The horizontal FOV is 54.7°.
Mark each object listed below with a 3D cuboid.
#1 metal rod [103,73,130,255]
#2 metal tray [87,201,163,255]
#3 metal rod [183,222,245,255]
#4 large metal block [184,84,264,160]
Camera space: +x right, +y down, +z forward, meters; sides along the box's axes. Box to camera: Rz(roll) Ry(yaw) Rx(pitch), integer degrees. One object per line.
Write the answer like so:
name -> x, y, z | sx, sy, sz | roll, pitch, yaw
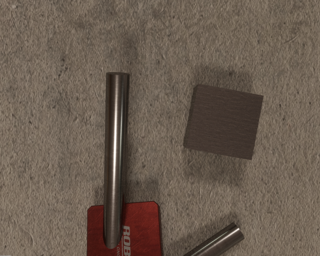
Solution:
metal rod -> -0.054, 0.085, 0.369 | 0.025, 0.025, 0.298 | 4, 106, -1
metal tray -> -0.042, 0.161, 0.383 | 0.091, 0.030, 0.129 | -5, 70, 3
metal rod -> -0.023, 0.213, 0.393 | 0.301, 0.025, 0.025 | -31, 90, -7
large metal block -> 0.078, -0.007, 0.399 | 0.080, 0.050, 0.080 | 10, 90, -1
